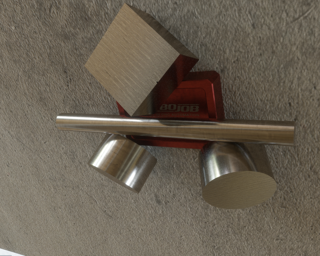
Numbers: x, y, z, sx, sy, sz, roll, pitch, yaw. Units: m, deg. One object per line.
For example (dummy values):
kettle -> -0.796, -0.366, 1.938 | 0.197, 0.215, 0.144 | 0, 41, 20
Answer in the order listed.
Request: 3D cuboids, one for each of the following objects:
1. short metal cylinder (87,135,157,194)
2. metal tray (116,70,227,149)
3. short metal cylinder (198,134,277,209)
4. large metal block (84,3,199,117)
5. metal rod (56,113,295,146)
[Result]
short metal cylinder -> -0.051, 0.048, 0.425 | 0.080, 0.050, 0.080 | 28, 163, 9
metal tray -> 0.012, -0.021, 0.386 | 0.130, 0.030, 0.089 | 2, 120, 27
short metal cylinder -> 0.087, 0.052, 0.357 | 0.081, 0.050, 0.080 | -1, 137, 0
large metal block -> -0.020, -0.070, 0.332 | 0.080, 0.050, 0.080 | 47, 114, 16
metal rod -> -0.003, -0.002, 0.370 | 0.300, 0.025, 0.025 | 3, 120, 26
